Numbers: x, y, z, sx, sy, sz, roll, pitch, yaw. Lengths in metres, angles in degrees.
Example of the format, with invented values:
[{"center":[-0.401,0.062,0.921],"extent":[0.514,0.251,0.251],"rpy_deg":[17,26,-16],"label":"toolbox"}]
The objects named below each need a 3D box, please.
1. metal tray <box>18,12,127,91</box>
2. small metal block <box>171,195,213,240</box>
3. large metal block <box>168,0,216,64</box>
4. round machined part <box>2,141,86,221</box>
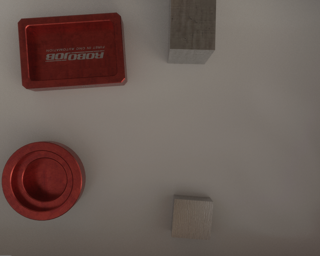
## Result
[{"center":[-0.112,-0.098,0.407],"extent":[0.131,0.030,0.089],"rpy_deg":[-4,90,-1],"label":"metal tray"},{"center":[0.042,0.118,0.412],"extent":[0.050,0.025,0.050],"rpy_deg":[5,90,-1],"label":"small metal block"},{"center":[0.037,-0.127,0.384],"extent":[0.050,0.080,0.079],"rpy_deg":[1,90,0],"label":"large metal block"},{"center":[-0.146,0.065,0.401],"extent":[0.099,0.042,0.097],"rpy_deg":[0,90,-1],"label":"round machined part"}]
